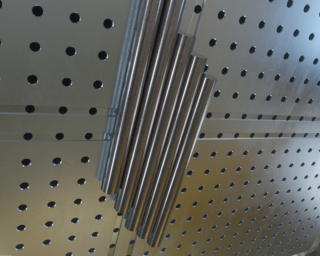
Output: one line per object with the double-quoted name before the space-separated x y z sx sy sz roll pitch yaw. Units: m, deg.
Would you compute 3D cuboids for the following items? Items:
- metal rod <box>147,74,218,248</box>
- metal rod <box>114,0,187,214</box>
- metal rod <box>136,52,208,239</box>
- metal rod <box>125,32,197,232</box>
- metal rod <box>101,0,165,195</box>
"metal rod" 0.026 0.063 0.466 0.025 0.025 0.298 1 118 -29
"metal rod" -0.018 -0.014 0.393 0.025 0.025 0.298 1 118 -29
"metal rod" 0.010 0.041 0.443 0.025 0.025 0.298 1 118 -29
"metal rod" -0.006 0.021 0.422 0.025 0.025 0.298 1 118 -29
"metal rod" -0.032 -0.047 0.365 0.025 0.025 0.298 1 118 -29
